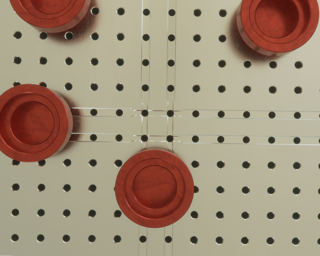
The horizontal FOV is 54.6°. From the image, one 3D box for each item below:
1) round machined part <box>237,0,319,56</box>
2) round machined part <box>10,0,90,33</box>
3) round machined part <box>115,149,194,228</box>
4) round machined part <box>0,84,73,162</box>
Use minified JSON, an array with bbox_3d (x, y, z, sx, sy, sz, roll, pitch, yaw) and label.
[{"bbox_3d":[0.149,-0.143,0.406,0.099,0.042,0.097,0,90,0],"label":"round machined part"},{"bbox_3d":[-0.139,-0.173,0.404,0.099,0.042,0.097,0,90,0],"label":"round machined part"},{"bbox_3d":[-0.007,0.075,0.405,0.099,0.042,0.097,0,90,0],"label":"round machined part"},{"bbox_3d":[-0.162,-0.006,0.404,0.099,0.042,0.097,0,90,0],"label":"round machined part"}]
